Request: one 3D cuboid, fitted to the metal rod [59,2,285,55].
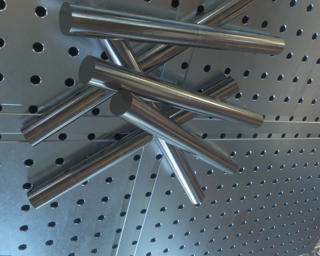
[{"bbox_3d":[0.044,-0.099,0.334,0.302,0.025,0.025,-7,122,-39],"label":"metal rod"}]

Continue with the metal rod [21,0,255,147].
[{"bbox_3d":[-0.019,-0.073,0.354,0.301,0.025,0.025,-34,129,-6],"label":"metal rod"}]

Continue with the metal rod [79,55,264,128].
[{"bbox_3d":[0.043,-0.030,0.368,0.302,0.025,0.025,10,114,-45],"label":"metal rod"}]

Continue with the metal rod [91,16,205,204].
[{"bbox_3d":[0.001,0.001,0.377,0.025,0.025,0.299,-33,129,-7],"label":"metal rod"}]

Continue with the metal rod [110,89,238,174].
[{"bbox_3d":[0.042,0.021,0.394,0.025,0.025,0.301,-50,145,7],"label":"metal rod"}]

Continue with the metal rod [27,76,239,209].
[{"bbox_3d":[-0.027,0.014,0.404,0.301,0.025,0.025,-30,129,-9],"label":"metal rod"}]
